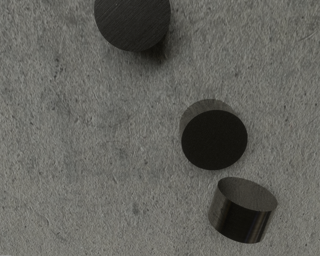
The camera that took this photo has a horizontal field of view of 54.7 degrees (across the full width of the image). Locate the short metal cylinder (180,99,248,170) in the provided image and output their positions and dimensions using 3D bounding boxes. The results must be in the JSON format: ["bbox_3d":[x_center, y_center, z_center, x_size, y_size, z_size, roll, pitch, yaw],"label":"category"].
[{"bbox_3d":[0.066,0.007,0.400,0.081,0.050,0.079,0,110,0],"label":"short metal cylinder"}]

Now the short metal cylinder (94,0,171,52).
[{"bbox_3d":[-0.029,-0.129,0.348,0.081,0.050,0.079,0,110,0],"label":"short metal cylinder"}]

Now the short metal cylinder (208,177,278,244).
[{"bbox_3d":[0.111,0.109,0.422,0.081,0.080,0.050,12,110,-4],"label":"short metal cylinder"}]
